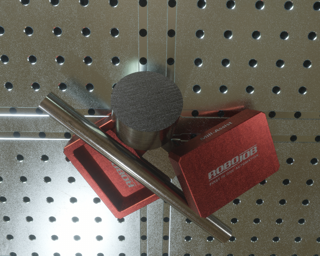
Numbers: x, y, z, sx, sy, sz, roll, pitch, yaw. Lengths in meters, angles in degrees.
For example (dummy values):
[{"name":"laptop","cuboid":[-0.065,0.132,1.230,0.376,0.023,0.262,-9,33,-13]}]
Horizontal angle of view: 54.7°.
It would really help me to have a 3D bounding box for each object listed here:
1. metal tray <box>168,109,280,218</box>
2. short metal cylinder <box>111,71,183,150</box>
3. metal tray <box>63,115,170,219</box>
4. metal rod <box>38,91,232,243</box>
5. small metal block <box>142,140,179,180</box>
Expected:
[{"name":"metal tray","cuboid":[0.085,0.043,0.396,0.131,0.030,0.090,-28,110,-16]},{"name":"short metal cylinder","cuboid":[-0.017,-0.020,0.366,0.081,0.080,0.050,8,152,-3]},{"name":"metal tray","cuboid":[-0.055,0.053,0.425,0.090,0.030,0.130,-30,108,10]},{"name":"metal rod","cuboid":[-0.021,0.058,0.399,0.301,0.025,0.025,39,105,-14]},{"name":"small metal block","cuboid":[0.005,0.033,0.407,0.050,0.050,0.025,39,106,-13]}]
